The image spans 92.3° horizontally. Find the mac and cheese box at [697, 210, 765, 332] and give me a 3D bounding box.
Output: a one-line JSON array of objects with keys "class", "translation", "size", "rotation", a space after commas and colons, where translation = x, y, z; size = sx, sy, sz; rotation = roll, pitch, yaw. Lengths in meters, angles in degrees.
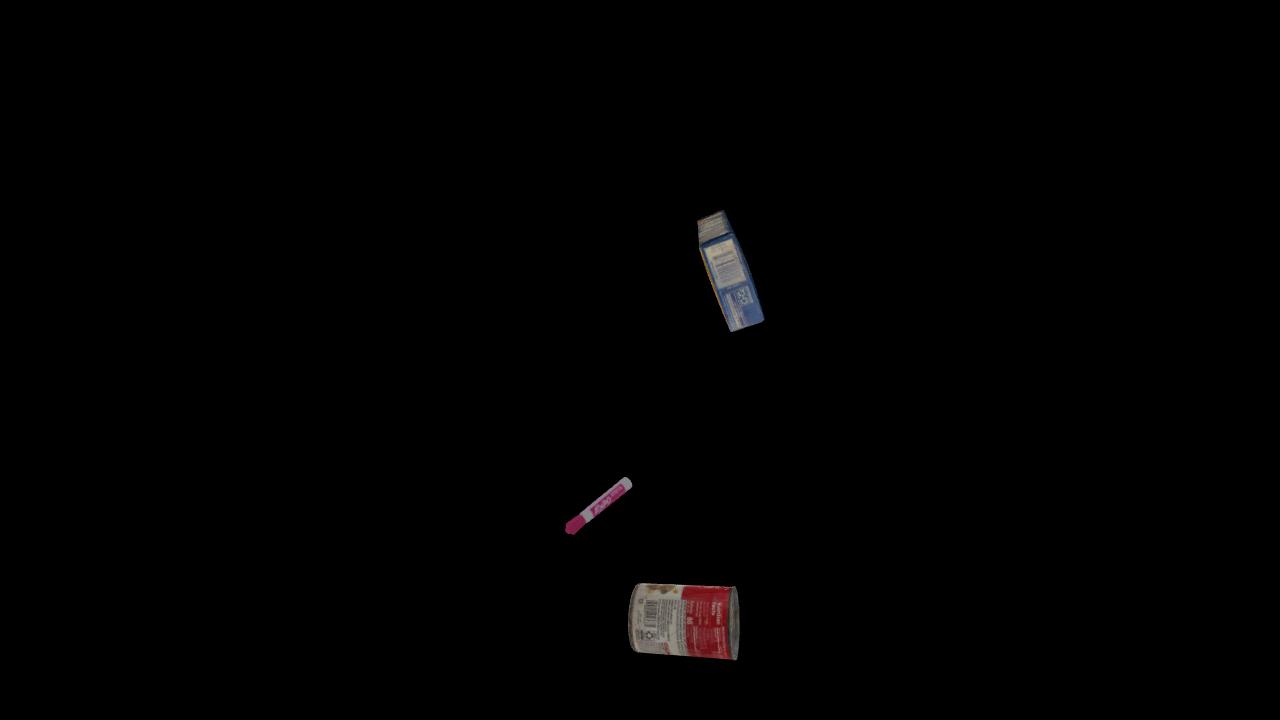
[{"class": "mac and cheese box", "translation": [0.094, -0.103, 0.666], "size": [0.041, 0.093, 0.184], "rotation": [-21, 17, 12]}]

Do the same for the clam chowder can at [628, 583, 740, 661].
[{"class": "clam chowder can", "translation": [0.045, 0.261, 0.617], "size": [0.102, 0.068, 0.068], "rotation": [-3, -1, 15]}]

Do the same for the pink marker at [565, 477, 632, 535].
[{"class": "pink marker", "translation": [-0.058, 0.204, 0.860], "size": [0.020, 0.020, 0.121], "rotation": [0, 25, 47]}]
